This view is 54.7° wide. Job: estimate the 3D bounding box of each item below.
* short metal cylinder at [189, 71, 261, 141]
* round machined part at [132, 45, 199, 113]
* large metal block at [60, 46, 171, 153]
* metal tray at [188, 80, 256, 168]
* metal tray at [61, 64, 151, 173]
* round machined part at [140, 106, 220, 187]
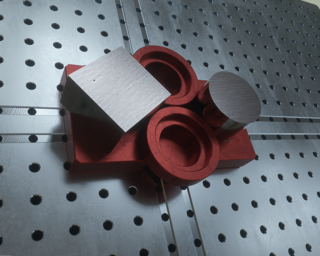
[{"bbox_3d":[0.087,-0.029,0.417,0.081,0.050,0.080,14,56,-21],"label":"short metal cylinder"},{"bbox_3d":[0.000,-0.061,0.423,0.099,0.042,0.098,14,56,-21],"label":"round machined part"},{"bbox_3d":[-0.049,-0.033,0.347,0.080,0.050,0.080,45,51,3],"label":"large metal block"},{"bbox_3d":[0.076,-0.008,0.448,0.091,0.030,0.130,1,61,-28],"label":"metal tray"},{"bbox_3d":[-0.067,-0.013,0.376,0.091,0.030,0.130,1,61,-29],"label":"metal tray"},{"bbox_3d":[0.021,0.025,0.381,0.099,0.042,0.098,14,56,-21],"label":"round machined part"}]
